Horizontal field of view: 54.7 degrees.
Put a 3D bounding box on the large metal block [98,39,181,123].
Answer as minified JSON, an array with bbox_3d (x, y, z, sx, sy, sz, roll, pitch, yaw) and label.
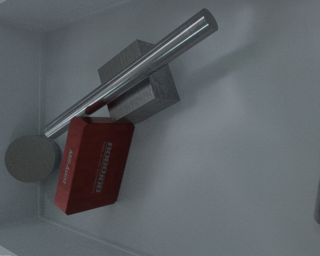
[{"bbox_3d":[-0.030,-0.058,0.413,0.080,0.050,0.080,-27,73,36],"label":"large metal block"}]

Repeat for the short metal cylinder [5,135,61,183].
[{"bbox_3d":[-0.220,0.052,0.540,0.050,0.081,0.079,171,98,-83],"label":"short metal cylinder"}]

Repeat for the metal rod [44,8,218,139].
[{"bbox_3d":[-0.059,-0.050,0.387,0.299,0.025,0.025,-27,73,36],"label":"metal rod"}]

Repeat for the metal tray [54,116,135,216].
[{"bbox_3d":[-0.091,0.050,0.436,0.030,0.091,0.129,24,105,37],"label":"metal tray"}]

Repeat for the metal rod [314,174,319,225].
[{"bbox_3d":[0.138,-0.049,0.215,0.025,0.025,0.298,16,125,38],"label":"metal rod"}]
